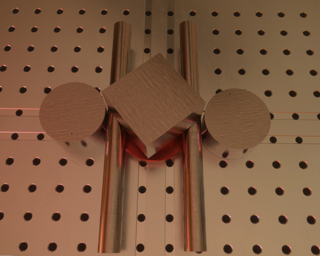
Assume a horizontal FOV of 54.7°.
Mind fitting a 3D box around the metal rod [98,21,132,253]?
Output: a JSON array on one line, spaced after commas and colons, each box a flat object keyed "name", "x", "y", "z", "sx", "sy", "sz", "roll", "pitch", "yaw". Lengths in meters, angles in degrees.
[{"name": "metal rod", "x": -0.054, "y": -0.004, "z": 0.390, "sx": 0.025, "sy": 0.025, "sz": 0.299, "roll": 1, "pitch": 70, "yaw": 0}]

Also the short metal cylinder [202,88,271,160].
[{"name": "short metal cylinder", "x": 0.094, "y": -0.004, "z": 0.400, "sx": 0.081, "sy": 0.050, "sz": 0.080, "roll": 0, "pitch": 70, "yaw": 0}]

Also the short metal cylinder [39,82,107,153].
[{"name": "short metal cylinder", "x": -0.107, "y": -0.012, "z": 0.402, "sx": 0.081, "sy": 0.050, "sz": 0.080, "roll": 0, "pitch": 70, "yaw": 0}]

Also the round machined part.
[{"name": "round machined part", "x": -0.007, "y": -0.004, "z": 0.405, "sx": 0.099, "sy": 0.042, "sz": 0.098, "roll": 0, "pitch": 70, "yaw": 0}]

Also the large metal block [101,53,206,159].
[{"name": "large metal block", "x": -0.007, "y": -0.025, "z": 0.357, "sx": 0.080, "sy": 0.050, "sz": 0.080, "roll": -36, "pitch": 74, "yaw": -12}]

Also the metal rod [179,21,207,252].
[{"name": "metal rod", "x": 0.039, "y": -0.005, "z": 0.391, "sx": 0.025, "sy": 0.025, "sz": 0.299, "roll": 0, "pitch": 70, "yaw": 0}]
